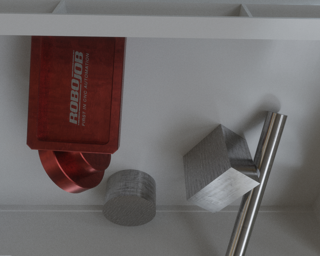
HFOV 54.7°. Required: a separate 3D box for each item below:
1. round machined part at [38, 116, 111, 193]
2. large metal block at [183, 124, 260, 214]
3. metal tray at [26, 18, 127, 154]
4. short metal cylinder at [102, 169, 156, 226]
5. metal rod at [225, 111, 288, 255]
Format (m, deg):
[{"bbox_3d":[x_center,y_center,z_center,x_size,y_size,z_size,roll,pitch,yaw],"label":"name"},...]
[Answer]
[{"bbox_3d":[-0.098,0.027,0.382,0.042,0.098,0.098,-24,127,20],"label":"round machined part"},{"bbox_3d":[0.079,0.056,0.422,0.050,0.080,0.080,30,124,-23],"label":"large metal block"},{"bbox_3d":[-0.084,-0.041,0.322,0.091,0.030,0.129,4,93,-4],"label":"metal tray"},{"bbox_3d":[-0.046,0.111,0.486,0.081,0.050,0.079,0,130,0],"label":"short metal cylinder"},{"bbox_3d":[0.118,0.124,0.424,0.025,0.025,0.298,11,100,-10],"label":"metal rod"}]
